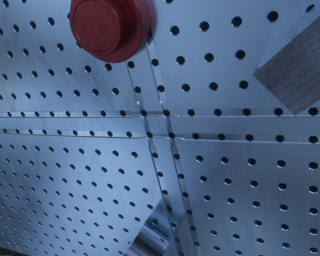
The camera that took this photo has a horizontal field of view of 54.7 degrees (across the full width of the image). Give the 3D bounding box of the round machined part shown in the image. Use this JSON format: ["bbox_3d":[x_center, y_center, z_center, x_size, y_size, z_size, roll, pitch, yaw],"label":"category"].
[{"bbox_3d":[-0.064,-0.122,0.359,0.098,0.042,0.097,13,124,21],"label":"round machined part"}]

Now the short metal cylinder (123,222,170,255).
[{"bbox_3d":[-0.027,0.206,0.517,0.050,0.080,0.079,34,129,5],"label":"short metal cylinder"}]

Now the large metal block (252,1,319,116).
[{"bbox_3d":[0.134,-0.068,0.263,0.050,0.080,0.080,44,129,-2],"label":"large metal block"}]
